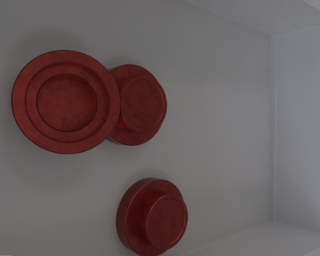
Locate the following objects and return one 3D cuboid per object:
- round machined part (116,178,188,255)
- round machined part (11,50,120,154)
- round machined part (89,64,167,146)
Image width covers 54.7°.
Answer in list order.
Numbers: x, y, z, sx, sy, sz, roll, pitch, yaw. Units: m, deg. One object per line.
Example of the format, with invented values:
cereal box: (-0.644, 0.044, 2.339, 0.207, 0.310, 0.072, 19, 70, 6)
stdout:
round machined part: (-0.003, 0.115, 0.393, 0.099, 0.042, 0.097, 0, 90, -40)
round machined part: (-0.093, -0.024, 0.307, 0.099, 0.042, 0.097, 0, 90, -25)
round machined part: (-0.030, -0.027, 0.370, 0.099, 0.042, 0.097, 0, 90, -40)
